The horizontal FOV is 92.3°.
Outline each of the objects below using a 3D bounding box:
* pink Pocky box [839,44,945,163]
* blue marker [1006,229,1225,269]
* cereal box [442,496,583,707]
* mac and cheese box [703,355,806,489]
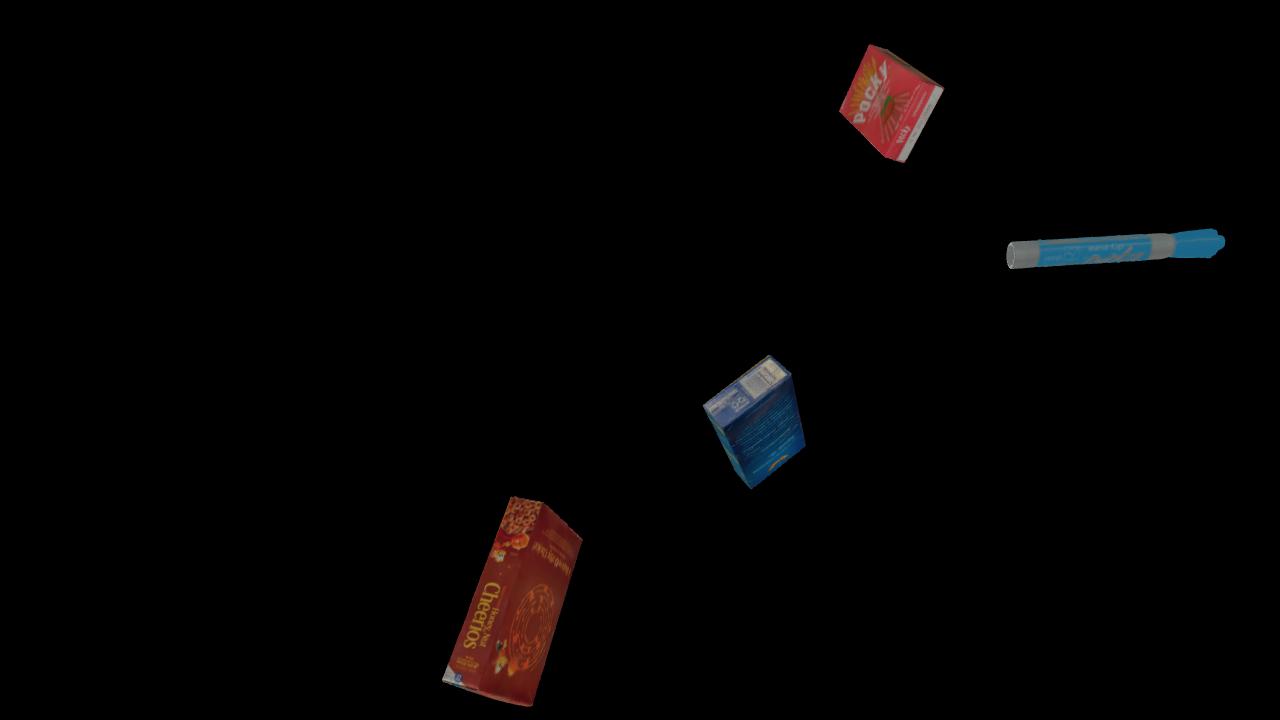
[{"bbox_3d":[0.284,-0.300,0.711,0.029,0.084,0.155,8,39,-14],"label":"pink Pocky box"},{"bbox_3d":[0.314,-0.074,0.410,0.121,0.020,0.020,-2,0,15],"label":"blue marker"},{"bbox_3d":[-0.208,0.421,1.073,0.081,0.306,0.203,4,-32,22],"label":"cereal box"},{"bbox_3d":[0.136,0.077,0.699,0.041,0.093,0.184,48,-7,35],"label":"mac and cheese box"}]
